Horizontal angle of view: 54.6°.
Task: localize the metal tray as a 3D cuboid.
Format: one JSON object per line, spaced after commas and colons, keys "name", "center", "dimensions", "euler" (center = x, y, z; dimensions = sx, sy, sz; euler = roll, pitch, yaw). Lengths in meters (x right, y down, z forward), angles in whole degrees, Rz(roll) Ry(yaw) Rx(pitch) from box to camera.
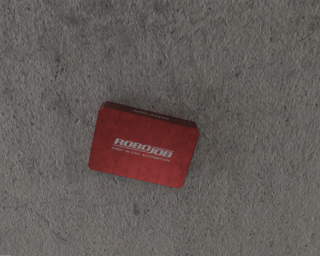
{"name": "metal tray", "center": [-0.022, 0.024, 0.416], "dimensions": [0.131, 0.030, 0.089], "euler": [13, 110, -5]}
